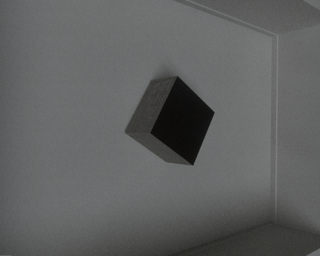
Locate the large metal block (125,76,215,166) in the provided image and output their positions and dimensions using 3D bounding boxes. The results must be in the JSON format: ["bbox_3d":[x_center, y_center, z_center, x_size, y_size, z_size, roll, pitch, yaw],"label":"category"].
[{"bbox_3d":[0.015,-0.008,0.397,0.080,0.050,0.080,39,66,-34],"label":"large metal block"}]
